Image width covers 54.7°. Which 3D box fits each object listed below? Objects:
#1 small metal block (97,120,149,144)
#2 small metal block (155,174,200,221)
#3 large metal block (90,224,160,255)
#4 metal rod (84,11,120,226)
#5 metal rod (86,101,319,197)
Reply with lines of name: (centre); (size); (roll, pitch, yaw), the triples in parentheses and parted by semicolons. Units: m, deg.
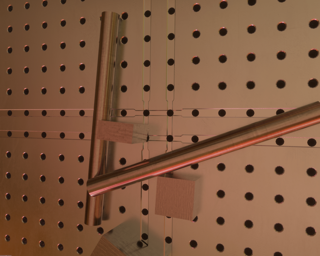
small metal block: (-0.049, 0.005, 0.417); (0.050, 0.050, 0.025); (7, 93, 20)
small metal block: (0.023, 0.089, 0.404); (0.050, 0.025, 0.050); (4, 92, 20)
large metal block: (-0.054, 0.193, 0.418); (0.080, 0.050, 0.080); (34, 101, 17)
metal rod: (-0.083, -0.012, 0.441); (0.025, 0.025, 0.298); (6, 92, 20)
metal rod: (0.045, 0.031, 0.384); (0.301, 0.025, 0.025); (-20, 83, 14)
